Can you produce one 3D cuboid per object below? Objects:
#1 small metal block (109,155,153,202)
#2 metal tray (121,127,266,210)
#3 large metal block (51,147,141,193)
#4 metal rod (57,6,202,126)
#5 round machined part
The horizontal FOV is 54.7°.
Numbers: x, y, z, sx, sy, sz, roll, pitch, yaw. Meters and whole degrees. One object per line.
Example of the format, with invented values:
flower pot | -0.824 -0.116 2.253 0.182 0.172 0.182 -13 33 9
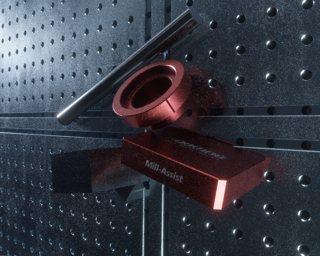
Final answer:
small metal block | -0.045 0.068 0.444 0.050 0.025 0.050 43 116 31
metal tray | 0.033 0.035 0.335 0.130 0.091 0.030 19 111 38
large metal block | -0.084 0.054 0.408 0.080 0.081 0.050 -10 83 39
metal rod | -0.063 -0.075 0.458 0.299 0.025 0.025 -30 72 35
round machined part | -0.005 -0.036 0.379 0.098 0.042 0.098 -22 38 18
